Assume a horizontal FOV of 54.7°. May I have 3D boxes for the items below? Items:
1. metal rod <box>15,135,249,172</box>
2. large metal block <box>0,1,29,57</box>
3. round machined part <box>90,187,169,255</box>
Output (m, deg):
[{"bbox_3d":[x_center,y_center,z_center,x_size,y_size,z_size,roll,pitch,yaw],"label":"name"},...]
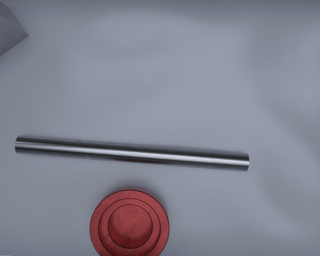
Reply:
[{"bbox_3d":[-0.035,0.034,0.410,0.302,0.025,0.025,5,90,-1],"label":"metal rod"},{"bbox_3d":[-0.225,-0.122,0.381,0.080,0.080,0.050,-37,90,0],"label":"large metal block"},{"bbox_3d":[-0.038,0.125,0.403,0.099,0.042,0.097,0,90,-1],"label":"round machined part"}]
